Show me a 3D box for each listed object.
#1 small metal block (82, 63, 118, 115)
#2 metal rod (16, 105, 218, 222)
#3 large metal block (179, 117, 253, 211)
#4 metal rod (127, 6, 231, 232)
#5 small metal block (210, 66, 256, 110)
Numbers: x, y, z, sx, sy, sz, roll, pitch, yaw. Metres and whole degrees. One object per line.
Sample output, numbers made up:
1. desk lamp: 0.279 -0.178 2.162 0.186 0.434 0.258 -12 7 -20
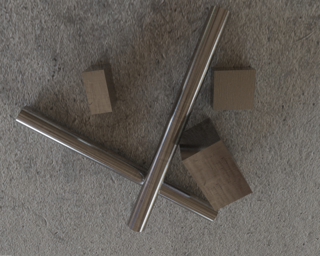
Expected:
1. small metal block: -0.072 -0.049 0.377 0.025 0.050 0.050 -8 110 2
2. metal rod: -0.050 0.054 0.428 0.301 0.025 0.025 29 107 -11
3. large metal block: 0.067 0.043 0.397 0.050 0.080 0.080 -30 108 10
4. metal rod: 0.019 -0.002 0.392 0.025 0.025 0.298 19 102 -7
5. small metal block: 0.091 -0.051 0.393 0.050 0.025 0.050 -2 110 0
